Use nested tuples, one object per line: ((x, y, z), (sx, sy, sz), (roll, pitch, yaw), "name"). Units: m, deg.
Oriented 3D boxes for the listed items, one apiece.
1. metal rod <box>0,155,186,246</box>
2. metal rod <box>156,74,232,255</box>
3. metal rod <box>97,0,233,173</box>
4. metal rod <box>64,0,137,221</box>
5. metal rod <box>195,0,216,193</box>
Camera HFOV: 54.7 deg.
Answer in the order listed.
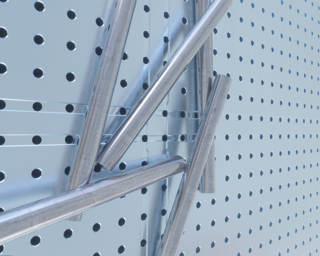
((-0.070, 0.069, 0.319), (0.302, 0.025, 0.025), (-11, 98, -50), "metal rod")
((0.044, 0.067, 0.430), (0.025, 0.025, 0.299), (26, 80, -38), "metal rod")
((0.014, -0.072, 0.404), (0.025, 0.025, 0.300), (46, 68, -31), "metal rod")
((-0.065, -0.047, 0.356), (0.025, 0.025, 0.299), (21, 77, -39), "metal rod")
((0.068, -0.052, 0.468), (0.025, 0.025, 0.298), (-3, 92, -40), "metal rod")
